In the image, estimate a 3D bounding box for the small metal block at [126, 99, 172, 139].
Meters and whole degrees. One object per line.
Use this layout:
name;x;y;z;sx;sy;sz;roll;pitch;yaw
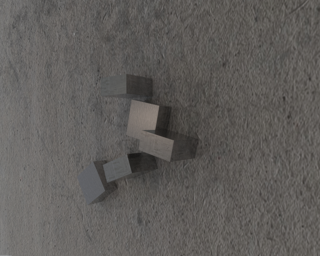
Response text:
small metal block;-0.016;-0.009;0.418;0.050;0.025;0.050;16;100;39

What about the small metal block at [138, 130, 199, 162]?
small metal block;0.011;0.020;0.380;0.050;0.050;0.025;17;101;39

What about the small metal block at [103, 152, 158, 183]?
small metal block;-0.040;0.053;0.422;0.050;0.050;0.025;-26;74;37

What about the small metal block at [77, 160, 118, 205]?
small metal block;-0.099;0.086;0.487;0.050;0.025;0.050;-41;65;32

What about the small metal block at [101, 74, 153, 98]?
small metal block;-0.046;-0.056;0.426;0.050;0.050;0.025;0;90;40
